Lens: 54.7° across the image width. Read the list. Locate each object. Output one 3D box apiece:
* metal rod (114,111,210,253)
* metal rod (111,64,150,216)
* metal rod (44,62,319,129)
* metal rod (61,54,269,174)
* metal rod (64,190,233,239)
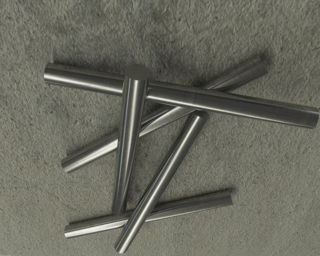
[{"bbox_3d":[-0.008,0.095,0.467,0.025,0.025,0.298,19,122,-15],"label":"metal rod"},{"bbox_3d":[-0.046,0.041,0.411,0.025,0.025,0.298,7,139,-6],"label":"metal rod"},{"bbox_3d":[0.022,-0.037,0.349,0.302,0.025,0.025,10,130,2],"label":"metal rod"},{"bbox_3d":[-0.009,-0.008,0.399,0.300,0.025,0.025,-27,125,21],"label":"metal rod"},{"bbox_3d":[-0.026,0.151,0.535,0.301,0.025,0.025,-15,129,12],"label":"metal rod"}]
